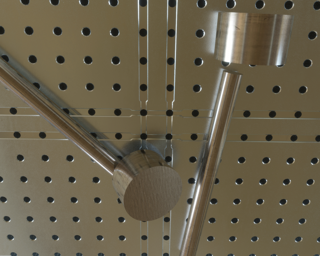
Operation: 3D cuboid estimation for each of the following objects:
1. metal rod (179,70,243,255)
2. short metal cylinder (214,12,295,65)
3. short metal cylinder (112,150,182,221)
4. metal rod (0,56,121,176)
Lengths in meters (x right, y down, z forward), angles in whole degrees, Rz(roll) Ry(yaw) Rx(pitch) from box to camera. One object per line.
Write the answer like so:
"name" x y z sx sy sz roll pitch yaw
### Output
"metal rod" 0.067 0.068 0.439 0.025 0.025 0.298 9 110 -4
"short metal cylinder" 0.103 -0.102 0.347 0.081 0.080 0.050 2 110 -1
"short metal cylinder" -0.018 0.075 0.413 0.081 0.050 0.079 -10 114 -22
"metal rod" -0.155 -0.032 0.400 0.025 0.025 0.300 -43 105 14
